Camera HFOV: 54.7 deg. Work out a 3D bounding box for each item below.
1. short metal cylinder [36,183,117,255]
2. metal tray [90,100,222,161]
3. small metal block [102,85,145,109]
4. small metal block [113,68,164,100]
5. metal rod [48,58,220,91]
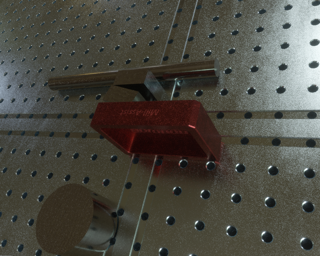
[{"bbox_3d":[-0.099,0.113,0.373,0.080,0.050,0.080,-13,56,20],"label":"short metal cylinder"},{"bbox_3d":[-0.004,0.005,0.364,0.130,0.090,0.030,1,63,28],"label":"metal tray"},{"bbox_3d":[-0.043,-0.032,0.433,0.050,0.050,0.025,18,72,34],"label":"small metal block"},{"bbox_3d":[-0.030,-0.058,0.442,0.050,0.050,0.025,1,63,28],"label":"small metal block"},{"bbox_3d":[-0.057,-0.080,0.485,0.300,0.025,0.025,0,62,27],"label":"metal rod"}]
